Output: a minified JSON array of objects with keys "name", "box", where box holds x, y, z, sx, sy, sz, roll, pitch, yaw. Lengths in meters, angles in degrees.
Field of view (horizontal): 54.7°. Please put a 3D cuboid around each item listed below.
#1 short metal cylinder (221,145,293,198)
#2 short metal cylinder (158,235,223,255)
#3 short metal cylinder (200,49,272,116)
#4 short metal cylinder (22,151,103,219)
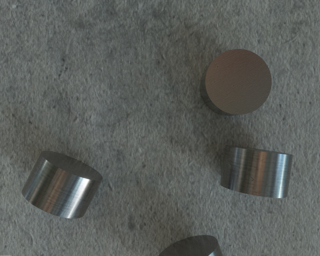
[{"name":"short metal cylinder","box":[0.119,0.052,0.384,0.081,0.080,0.050,8,90,-1]},{"name":"short metal cylinder","box":[0.042,0.175,0.383,0.080,0.080,0.050,-19,90,0]},{"name":"short metal cylinder","box":[0.095,-0.056,0.399,0.081,0.050,0.079,0,90,-1]},{"name":"short metal cylinder","box":[-0.119,0.068,0.381,0.080,0.080,0.050,26,90,-1]}]
